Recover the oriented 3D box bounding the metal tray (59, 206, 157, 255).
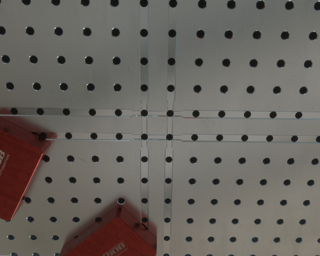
[{"bbox_3d":[-0.081,0.191,0.480,0.130,0.030,0.090,-39,106,13],"label":"metal tray"}]

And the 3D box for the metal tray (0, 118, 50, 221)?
[{"bbox_3d":[-0.222,0.057,0.430,0.090,0.030,0.129,28,108,-10],"label":"metal tray"}]
